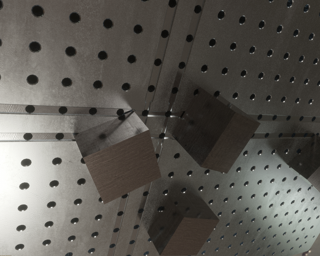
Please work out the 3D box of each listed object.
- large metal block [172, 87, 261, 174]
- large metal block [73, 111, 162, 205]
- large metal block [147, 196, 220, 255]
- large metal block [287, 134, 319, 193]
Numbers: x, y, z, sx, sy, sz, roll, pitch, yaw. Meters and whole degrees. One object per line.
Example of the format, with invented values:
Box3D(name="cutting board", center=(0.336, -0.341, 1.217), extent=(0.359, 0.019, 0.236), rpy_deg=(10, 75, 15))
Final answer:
Box3D(name="large metal block", center=(0.072, 0.002, 0.418), extent=(0.050, 0.080, 0.080), rpy_deg=(19, 108, -36))
Box3D(name="large metal block", center=(-0.052, 0.037, 0.391), extent=(0.081, 0.050, 0.080), rpy_deg=(-24, 127, -14))
Box3D(name="large metal block", center=(0.039, 0.166, 0.521), extent=(0.081, 0.050, 0.080), rpy_deg=(17, 110, -35))
Box3D(name="large metal block", center=(0.314, 0.072, 0.615), extent=(0.080, 0.050, 0.080), rpy_deg=(-49, 129, 6))
